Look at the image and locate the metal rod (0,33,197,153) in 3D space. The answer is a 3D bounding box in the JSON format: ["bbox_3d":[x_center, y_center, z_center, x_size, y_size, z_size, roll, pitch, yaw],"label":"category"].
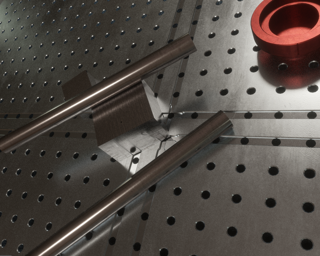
[{"bbox_3d":[-0.091,-0.041,0.415,0.301,0.025,0.025,-27,53,11],"label":"metal rod"}]

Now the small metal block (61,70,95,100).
[{"bbox_3d":[-0.130,-0.061,0.512,0.050,0.025,0.050,-32,52,6],"label":"small metal block"}]

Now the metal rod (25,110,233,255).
[{"bbox_3d":[-0.040,0.078,0.379,0.300,0.025,0.025,-37,51,3],"label":"metal rod"}]

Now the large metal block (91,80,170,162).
[{"bbox_3d":[-0.042,-0.013,0.421,0.080,0.050,0.080,-27,53,11],"label":"large metal block"}]

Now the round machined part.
[{"bbox_3d":[0.167,-0.127,0.387,0.098,0.042,0.098,-13,56,20],"label":"round machined part"}]
